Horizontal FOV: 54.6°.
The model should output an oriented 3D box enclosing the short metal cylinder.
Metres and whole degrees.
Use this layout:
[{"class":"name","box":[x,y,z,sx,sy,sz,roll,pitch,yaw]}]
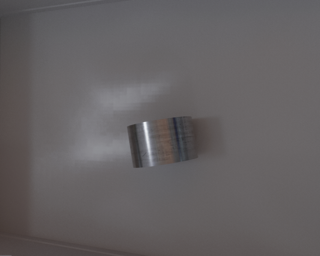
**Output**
[{"class":"short metal cylinder","box":[0.003,0.017,0.381,0.080,0.080,0.050,-10,87,20]}]
